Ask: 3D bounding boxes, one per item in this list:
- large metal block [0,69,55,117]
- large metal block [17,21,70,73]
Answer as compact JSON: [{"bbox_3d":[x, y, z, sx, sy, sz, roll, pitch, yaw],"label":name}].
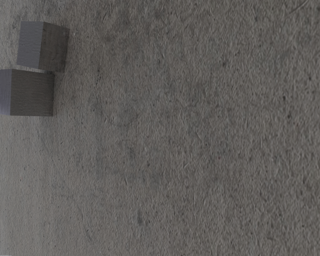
[{"bbox_3d":[-0.247,-0.063,0.573,0.050,0.081,0.079,6,94,40],"label":"large metal block"},{"bbox_3d":[-0.215,-0.148,0.566,0.080,0.050,0.079,16,101,39],"label":"large metal block"}]
